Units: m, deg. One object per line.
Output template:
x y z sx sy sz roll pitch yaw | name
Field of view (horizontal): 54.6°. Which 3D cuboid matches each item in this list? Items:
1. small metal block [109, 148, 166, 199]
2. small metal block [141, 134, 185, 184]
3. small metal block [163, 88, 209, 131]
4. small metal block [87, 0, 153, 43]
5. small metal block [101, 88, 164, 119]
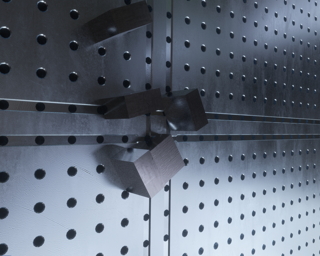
-0.027 0.052 0.370 0.025 0.050 0.050 -37 113 -34 | small metal block
0.000 0.042 0.408 0.050 0.025 0.050 -39 114 -33 | small metal block
0.032 -0.024 0.418 0.025 0.050 0.050 -32 110 -35 | small metal block
-0.046 -0.121 0.354 0.050 0.050 0.025 -32 110 -35 | small metal block
-0.033 -0.028 0.364 0.050 0.050 0.025 -19 102 -38 | small metal block
